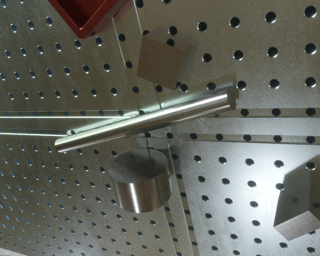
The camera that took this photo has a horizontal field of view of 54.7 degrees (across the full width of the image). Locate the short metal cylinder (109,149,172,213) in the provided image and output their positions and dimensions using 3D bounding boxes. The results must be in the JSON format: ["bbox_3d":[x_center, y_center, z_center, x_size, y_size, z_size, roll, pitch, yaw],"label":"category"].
[{"bbox_3d":[-0.026,0.071,0.432,0.080,0.080,0.050,6,121,25],"label":"short metal cylinder"}]

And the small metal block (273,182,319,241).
[{"bbox_3d":[0.166,0.099,0.369,0.025,0.050,0.050,43,129,-1],"label":"small metal block"}]

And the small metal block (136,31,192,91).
[{"bbox_3d":[0.004,-0.078,0.360,0.050,0.025,0.050,23,127,14],"label":"small metal block"}]

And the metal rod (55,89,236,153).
[{"bbox_3d":[-0.041,-0.002,0.430,0.300,0.025,0.025,-14,111,33],"label":"metal rod"}]

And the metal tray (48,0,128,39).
[{"bbox_3d":[-0.073,-0.172,0.338,0.130,0.030,0.090,-32,101,38],"label":"metal tray"}]
